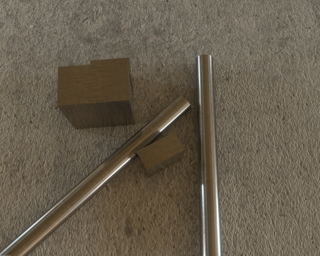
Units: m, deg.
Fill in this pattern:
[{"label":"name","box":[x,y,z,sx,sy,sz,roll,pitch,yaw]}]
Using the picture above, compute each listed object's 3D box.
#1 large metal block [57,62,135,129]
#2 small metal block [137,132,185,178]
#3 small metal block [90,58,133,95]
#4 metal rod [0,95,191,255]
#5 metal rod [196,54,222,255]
[{"label":"large metal block","box":[-0.077,-0.038,0.392,0.081,0.080,0.050,-5,70,-2]},{"label":"small metal block","box":[0.001,0.034,0.382,0.050,0.050,0.025,-27,73,-10]},{"label":"small metal block","box":[-0.064,-0.069,0.419,0.050,0.050,0.025,-5,70,-2]},{"label":"metal rod","box":[-0.076,0.062,0.384,0.301,0.025,0.025,-42,76,-14]},{"label":"metal rod","box":[0.061,0.042,0.393,0.025,0.025,0.299,1,70,0]}]
